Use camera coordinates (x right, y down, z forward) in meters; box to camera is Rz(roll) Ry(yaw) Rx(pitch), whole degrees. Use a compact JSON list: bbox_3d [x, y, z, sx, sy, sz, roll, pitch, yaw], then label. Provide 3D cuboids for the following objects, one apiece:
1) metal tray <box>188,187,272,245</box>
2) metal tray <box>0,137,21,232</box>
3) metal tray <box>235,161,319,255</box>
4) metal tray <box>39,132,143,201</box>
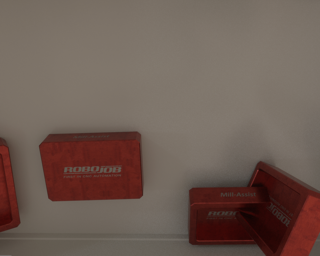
[{"bbox_3d":[0.107,0.127,0.444,0.131,0.030,0.089,-1,124,1],"label":"metal tray"},{"bbox_3d":[-0.245,0.084,0.413,0.091,0.030,0.129,-11,114,-31],"label":"metal tray"},{"bbox_3d":[0.145,0.101,0.386,0.030,0.130,0.090,22,95,-8],"label":"metal tray"},{"bbox_3d":[-0.090,0.053,0.427,0.131,0.030,0.089,-2,110,0],"label":"metal tray"}]
